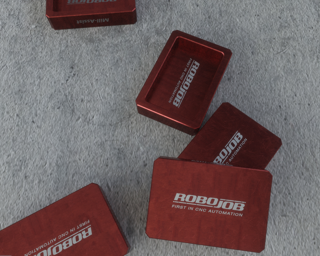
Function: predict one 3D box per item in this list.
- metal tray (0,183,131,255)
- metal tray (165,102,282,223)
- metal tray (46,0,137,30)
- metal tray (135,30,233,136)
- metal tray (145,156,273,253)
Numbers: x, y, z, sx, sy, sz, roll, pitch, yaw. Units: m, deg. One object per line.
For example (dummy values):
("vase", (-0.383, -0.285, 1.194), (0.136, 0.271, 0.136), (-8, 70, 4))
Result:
("metal tray", (-0.111, 0.133, 0.356), (0.131, 0.030, 0.090), (-27, 72, -10))
("metal tray", (0.079, 0.042, 0.391), (0.090, 0.030, 0.130), (37, 74, 12))
("metal tray", (-0.104, -0.202, 0.478), (0.131, 0.030, 0.090), (-5, 70, -2))
("metal tray", (0.034, -0.065, 0.429), (0.090, 0.030, 0.130), (23, 71, 8))
("metal tray", (0.054, 0.084, 0.354), (0.131, 0.030, 0.089), (7, 88, 3))
